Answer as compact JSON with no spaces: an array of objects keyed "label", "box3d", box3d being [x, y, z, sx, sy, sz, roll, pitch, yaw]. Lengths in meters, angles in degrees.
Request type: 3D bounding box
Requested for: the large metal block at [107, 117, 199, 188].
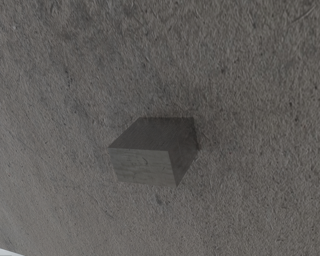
[{"label":"large metal block","box3d":[-0.005,0.027,0.391,0.080,0.080,0.050,1,119,28]}]
